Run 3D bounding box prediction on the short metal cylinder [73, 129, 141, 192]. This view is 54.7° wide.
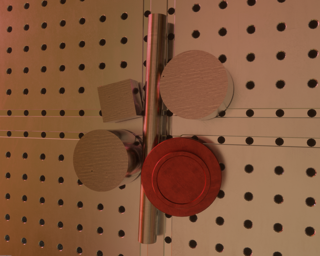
[{"bbox_3d":[-0.068,0.042,0.419,0.080,0.050,0.079,0,90,20],"label":"short metal cylinder"}]

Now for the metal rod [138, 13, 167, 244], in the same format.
[{"bbox_3d":[-0.010,0.002,0.412,0.025,0.025,0.298,3,91,20],"label":"metal rod"}]

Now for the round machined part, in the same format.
[{"bbox_3d":[0.026,0.060,0.377,0.099,0.042,0.097,0,89,3],"label":"round machined part"}]

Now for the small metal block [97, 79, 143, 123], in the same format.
[{"bbox_3d":[-0.054,-0.036,0.427,0.050,0.025,0.050,-12,86,19],"label":"small metal block"}]

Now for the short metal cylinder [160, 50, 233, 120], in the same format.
[{"bbox_3d":[0.046,-0.050,0.378,0.080,0.050,0.079,0,90,20],"label":"short metal cylinder"}]
